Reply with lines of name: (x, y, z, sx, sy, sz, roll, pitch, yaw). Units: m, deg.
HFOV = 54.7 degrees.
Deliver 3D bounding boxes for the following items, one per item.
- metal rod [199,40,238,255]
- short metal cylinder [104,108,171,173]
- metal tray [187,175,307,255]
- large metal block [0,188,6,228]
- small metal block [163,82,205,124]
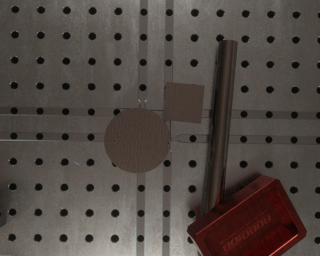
metal rod: (0.078, 0.034, 0.414, 0.025, 0.025, 0.298, 5, 90, -1)
short metal cylinder: (-0.028, 0.015, 0.401, 0.081, 0.050, 0.079, 0, 90, -1)
metal tray: (0.112, 0.132, 0.395, 0.131, 0.030, 0.090, -31, 98, -11)
large metal block: (-0.254, 0.113, 0.383, 0.081, 0.080, 0.050, -8, 90, 0)
small metal block: (0.031, -0.033, 0.414, 0.050, 0.025, 0.050, 6, 90, -1)
